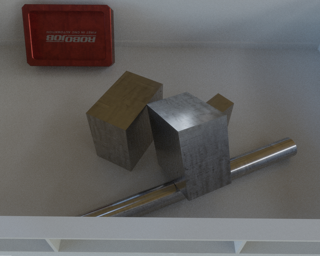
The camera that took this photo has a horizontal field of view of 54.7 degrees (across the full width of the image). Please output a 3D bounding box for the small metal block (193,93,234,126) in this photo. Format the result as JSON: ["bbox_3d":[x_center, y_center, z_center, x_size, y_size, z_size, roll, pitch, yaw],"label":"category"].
[{"bbox_3d":[0.065,-0.008,0.397,0.050,0.050,0.025,-37,59,-27],"label":"small metal block"}]

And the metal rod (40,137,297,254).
[{"bbox_3d":[0.023,0.068,0.348,0.302,0.025,0.025,-18,53,-15],"label":"metal rod"}]

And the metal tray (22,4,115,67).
[{"bbox_3d":[-0.138,-0.142,0.479,0.131,0.089,0.030,0,14,0],"label":"metal tray"}]

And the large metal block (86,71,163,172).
[{"bbox_3d":[-0.038,-0.008,0.376,0.050,0.080,0.080,23,54,18],"label":"large metal block"}]

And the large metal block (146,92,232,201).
[{"bbox_3d":[0.030,0.016,0.331,0.050,0.079,0.080,-19,28,-16],"label":"large metal block"}]
